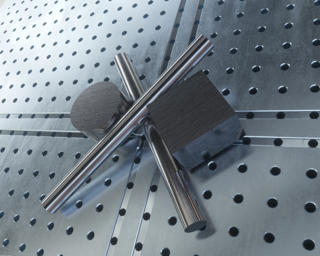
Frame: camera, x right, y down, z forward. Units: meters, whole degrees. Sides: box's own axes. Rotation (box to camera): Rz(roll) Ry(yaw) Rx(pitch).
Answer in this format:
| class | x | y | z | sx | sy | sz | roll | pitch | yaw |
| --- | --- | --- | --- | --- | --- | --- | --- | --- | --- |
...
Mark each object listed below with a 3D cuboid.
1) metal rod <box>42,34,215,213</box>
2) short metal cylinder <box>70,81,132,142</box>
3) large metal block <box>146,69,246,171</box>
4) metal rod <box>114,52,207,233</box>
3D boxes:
| class | x | y | z | sx | sy | sz | roll | pitch | yaw |
| --- | --- | --- | --- | --- | --- | --- | --- | --- | --- |
| metal rod | -0.045 | -0.001 | 0.401 | 0.300 | 0.025 | 0.025 | -46 | 51 | 7 |
| short metal cylinder | -0.078 | -0.019 | 0.440 | 0.080 | 0.050 | 0.080 | -13 | 56 | 21 |
| large metal block | 0.042 | -0.009 | 0.370 | 0.080 | 0.050 | 0.080 | -33 | 52 | 6 |
| metal rod | -0.013 | -0.005 | 0.412 | 0.025 | 0.025 | 0.300 | -31 | 52 | 8 |
